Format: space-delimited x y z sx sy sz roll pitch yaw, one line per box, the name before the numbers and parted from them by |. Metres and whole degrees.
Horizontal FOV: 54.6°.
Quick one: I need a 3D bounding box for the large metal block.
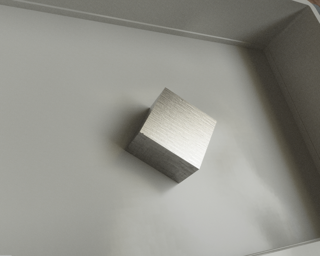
large metal block | 0.015 0.009 0.392 0.080 0.050 0.080 33 52 -7
